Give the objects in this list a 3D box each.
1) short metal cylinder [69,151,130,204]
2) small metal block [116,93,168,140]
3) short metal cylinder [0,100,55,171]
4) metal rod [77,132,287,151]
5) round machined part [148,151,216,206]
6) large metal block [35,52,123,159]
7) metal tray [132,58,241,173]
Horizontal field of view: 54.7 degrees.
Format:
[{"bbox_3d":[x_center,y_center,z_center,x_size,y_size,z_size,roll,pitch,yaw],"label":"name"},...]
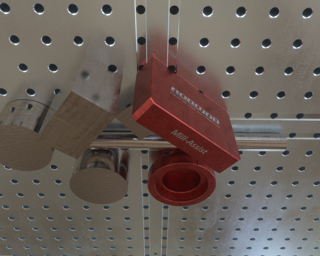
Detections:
[{"bbox_3d":[-0.085,0.066,0.450,0.081,0.050,0.079,0,130,0],"label":"short metal cylinder"},{"bbox_3d":[-0.021,-0.019,0.395,0.050,0.025,0.050,-32,124,24],"label":"small metal block"},{"bbox_3d":[-0.174,0.010,0.402,0.081,0.050,0.079,0,130,0],"label":"short metal cylinder"},{"bbox_3d":[0.020,0.018,0.427,0.302,0.025,0.025,1,130,-1],"label":"metal rod"},{"bbox_3d":[0.032,0.070,0.460,0.099,0.042,0.097,0,130,0],"label":"round machined part"},{"bbox_3d":[-0.089,-0.025,0.353,0.050,0.080,0.080,31,123,-24],"label":"large metal block"},{"bbox_3d":[0.031,-0.014,0.356,0.130,0.090,0.030,33,123,-25],"label":"metal tray"}]
